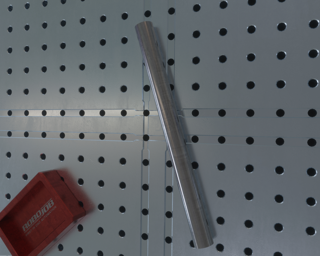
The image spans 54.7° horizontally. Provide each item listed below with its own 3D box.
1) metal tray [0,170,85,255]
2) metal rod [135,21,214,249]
[{"bbox_3d":[-0.188,0.138,0.476,0.130,0.030,0.090,-44,77,14],"label":"metal tray"},{"bbox_3d":[0.017,0.005,0.406,0.025,0.025,0.299,-17,84,19],"label":"metal rod"}]
